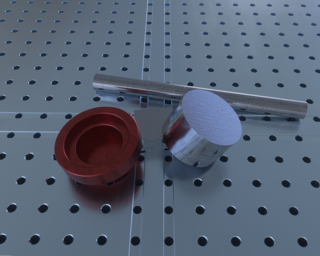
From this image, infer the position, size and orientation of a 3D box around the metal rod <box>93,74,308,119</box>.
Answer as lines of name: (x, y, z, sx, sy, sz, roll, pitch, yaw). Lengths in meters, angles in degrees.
metal rod: (0.052, -0.047, 0.447, 0.302, 0.025, 0.025, 9, 51, 6)

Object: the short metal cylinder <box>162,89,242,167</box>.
short metal cylinder: (0.050, 0.000, 0.373, 0.081, 0.050, 0.080, 17, 48, -19)

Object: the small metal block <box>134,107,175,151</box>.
small metal block: (-0.006, 0.001, 0.407, 0.050, 0.025, 0.050, -5, 50, -5)

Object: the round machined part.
round machined part: (-0.070, 0.024, 0.369, 0.099, 0.042, 0.098, -4, 52, 6)
